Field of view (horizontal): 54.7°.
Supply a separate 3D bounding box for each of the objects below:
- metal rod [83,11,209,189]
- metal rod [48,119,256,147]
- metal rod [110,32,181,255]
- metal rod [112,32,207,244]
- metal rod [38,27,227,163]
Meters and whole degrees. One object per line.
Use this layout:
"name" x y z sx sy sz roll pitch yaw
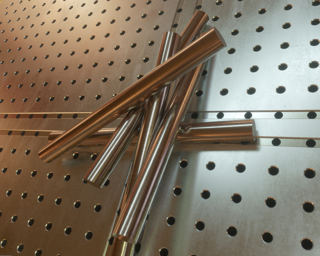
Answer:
"metal rod" -0.007 -0.053 0.420 0.025 0.025 0.300 15 62 34
"metal rod" -0.029 0.010 0.415 0.301 0.025 0.025 -3 60 26
"metal rod" -0.015 0.019 0.374 0.025 0.025 0.299 4 72 29
"metal rod" 0.017 -0.012 0.373 0.025 0.025 0.300 3 53 29
"metal rod" -0.052 -0.028 0.391 0.300 0.025 0.025 -30 51 26
